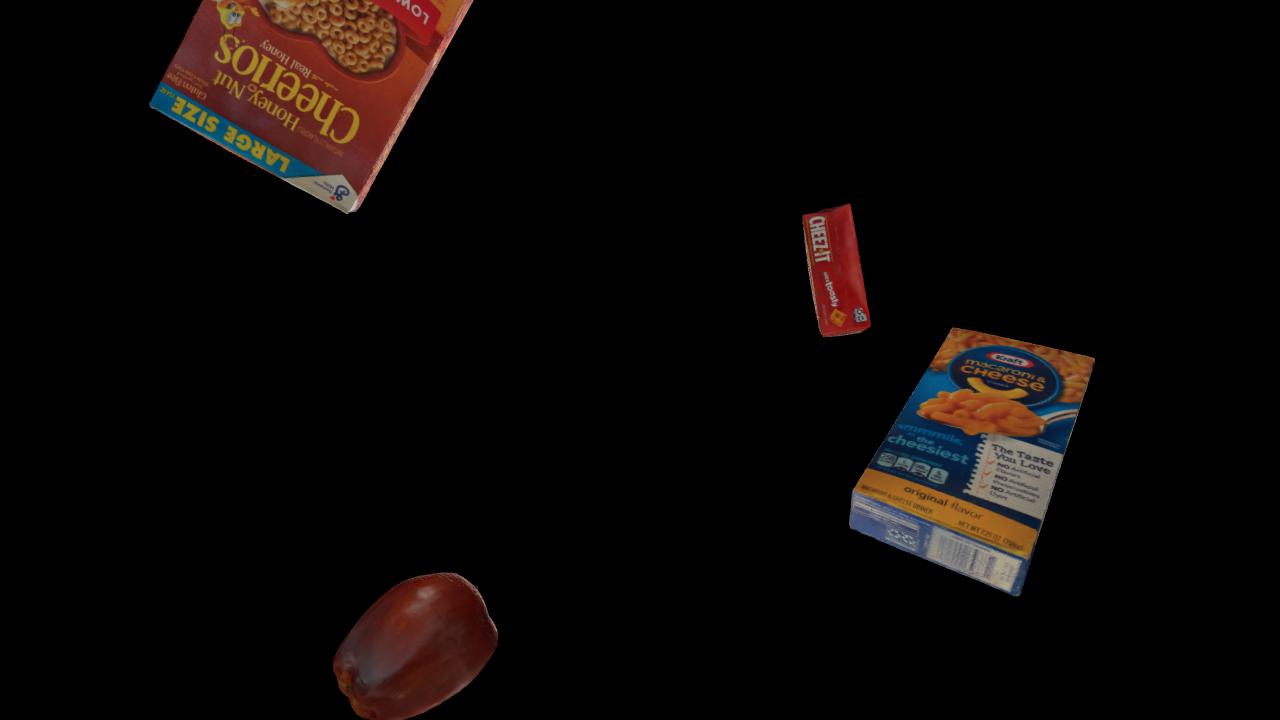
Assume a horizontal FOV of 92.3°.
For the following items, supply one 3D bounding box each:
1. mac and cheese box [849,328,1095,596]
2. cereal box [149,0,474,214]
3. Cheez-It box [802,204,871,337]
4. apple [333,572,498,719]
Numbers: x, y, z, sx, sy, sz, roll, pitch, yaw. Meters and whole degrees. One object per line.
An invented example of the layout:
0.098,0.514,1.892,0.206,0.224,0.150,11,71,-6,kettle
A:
0.214,0.050,0.388,0.093,0.041,0.184,17,44,35,mac and cheese box
-0.332,-0.339,0.655,0.203,0.306,0.081,30,5,-21,cereal box
0.285,-0.118,0.899,0.071,0.166,0.223,-10,-1,16,Cheez-It box
-0.135,0.171,0.376,0.079,0.079,0.093,0,22,43,apple
